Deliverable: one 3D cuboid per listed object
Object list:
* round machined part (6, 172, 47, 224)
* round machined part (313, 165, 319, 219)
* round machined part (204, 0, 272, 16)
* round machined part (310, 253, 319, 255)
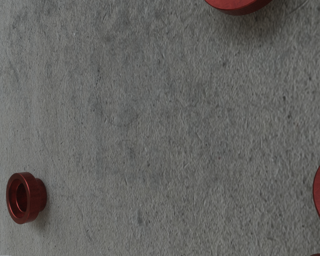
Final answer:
[{"bbox_3d":[-0.259,0.135,0.608,0.098,0.042,0.097,0,90,40],"label":"round machined part"},{"bbox_3d":[0.172,0.057,0.233,0.098,0.042,0.098,-17,49,21],"label":"round machined part"},{"bbox_3d":[0.090,-0.166,0.320,0.098,0.042,0.097,0,90,40],"label":"round machined part"},{"bbox_3d":[0.161,0.134,0.240,0.098,0.042,0.098,39,153,25],"label":"round machined part"}]
